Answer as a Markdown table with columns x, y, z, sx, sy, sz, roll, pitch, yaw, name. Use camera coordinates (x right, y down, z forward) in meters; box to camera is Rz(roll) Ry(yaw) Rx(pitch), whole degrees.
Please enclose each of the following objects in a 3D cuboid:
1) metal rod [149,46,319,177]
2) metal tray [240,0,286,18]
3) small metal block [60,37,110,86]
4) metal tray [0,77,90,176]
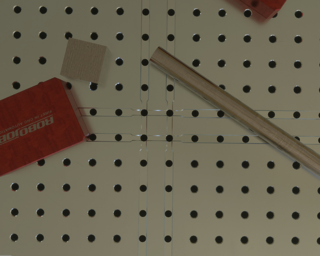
| x | y | z | sx | sy | sz | roll | pitch | yaw | name |
| --- | --- | --- | --- | --- | --- | --- | --- | --- | --- |
| 0.117 | -0.014 | 0.414 | 0.301 | 0.025 | 0.025 | 34 | 90 | 0 | metal rod |
| 0.123 | -0.221 | 0.411 | 0.130 | 0.030 | 0.090 | 34 | 90 | 0 | metal tray |
| -0.099 | -0.087 | 0.412 | 0.050 | 0.025 | 0.050 | 13 | 90 | 0 | small metal block |
| -0.172 | 0.000 | 0.409 | 0.131 | 0.030 | 0.090 | -23 | 90 | 0 | metal tray |
